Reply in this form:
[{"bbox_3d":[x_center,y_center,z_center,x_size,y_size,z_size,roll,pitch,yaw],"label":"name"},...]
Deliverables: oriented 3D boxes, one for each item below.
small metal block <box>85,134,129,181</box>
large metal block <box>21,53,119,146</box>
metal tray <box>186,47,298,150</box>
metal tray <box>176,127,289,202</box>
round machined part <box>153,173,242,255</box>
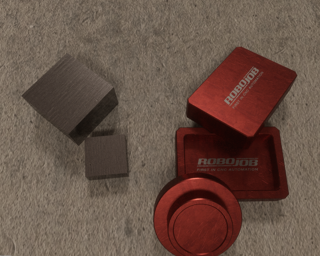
[{"bbox_3d":[-0.067,0.037,0.394,0.050,0.025,0.050,-5,70,-3],"label":"small metal block"},{"bbox_3d":[-0.114,-0.037,0.407,0.080,0.050,0.080,37,74,12],"label":"large metal block"},{"bbox_3d":[0.106,-0.044,0.402,0.090,0.030,0.131,32,61,20],"label":"metal tray"},{"bbox_3d":[0.086,0.045,0.389,0.131,0.030,0.090,-1,70,-1],"label":"metal tray"},{"bbox_3d":[0.042,0.102,0.341,0.099,0.042,0.097,0,99,-1],"label":"round machined part"}]
